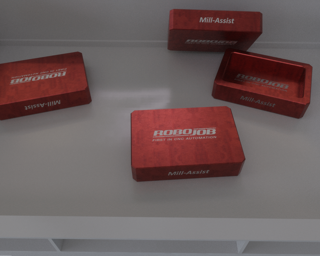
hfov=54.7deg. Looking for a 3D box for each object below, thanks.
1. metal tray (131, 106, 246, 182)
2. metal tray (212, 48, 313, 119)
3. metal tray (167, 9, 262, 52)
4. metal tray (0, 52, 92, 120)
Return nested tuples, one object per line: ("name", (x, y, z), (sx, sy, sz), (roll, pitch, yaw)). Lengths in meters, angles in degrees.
("metal tray", (0.030, 0.017, 0.387), (0.131, 0.030, 0.090), (-3, 50, -3))
("metal tray", (0.152, -0.070, 0.461), (0.130, 0.030, 0.090), (15, 52, 12))
("metal tray", (0.078, -0.146, 0.474), (0.131, 0.090, 0.030), (2, 85, -1))
("metal tray", (-0.173, -0.065, 0.455), (0.131, 0.030, 0.090), (-12, 51, -10))
